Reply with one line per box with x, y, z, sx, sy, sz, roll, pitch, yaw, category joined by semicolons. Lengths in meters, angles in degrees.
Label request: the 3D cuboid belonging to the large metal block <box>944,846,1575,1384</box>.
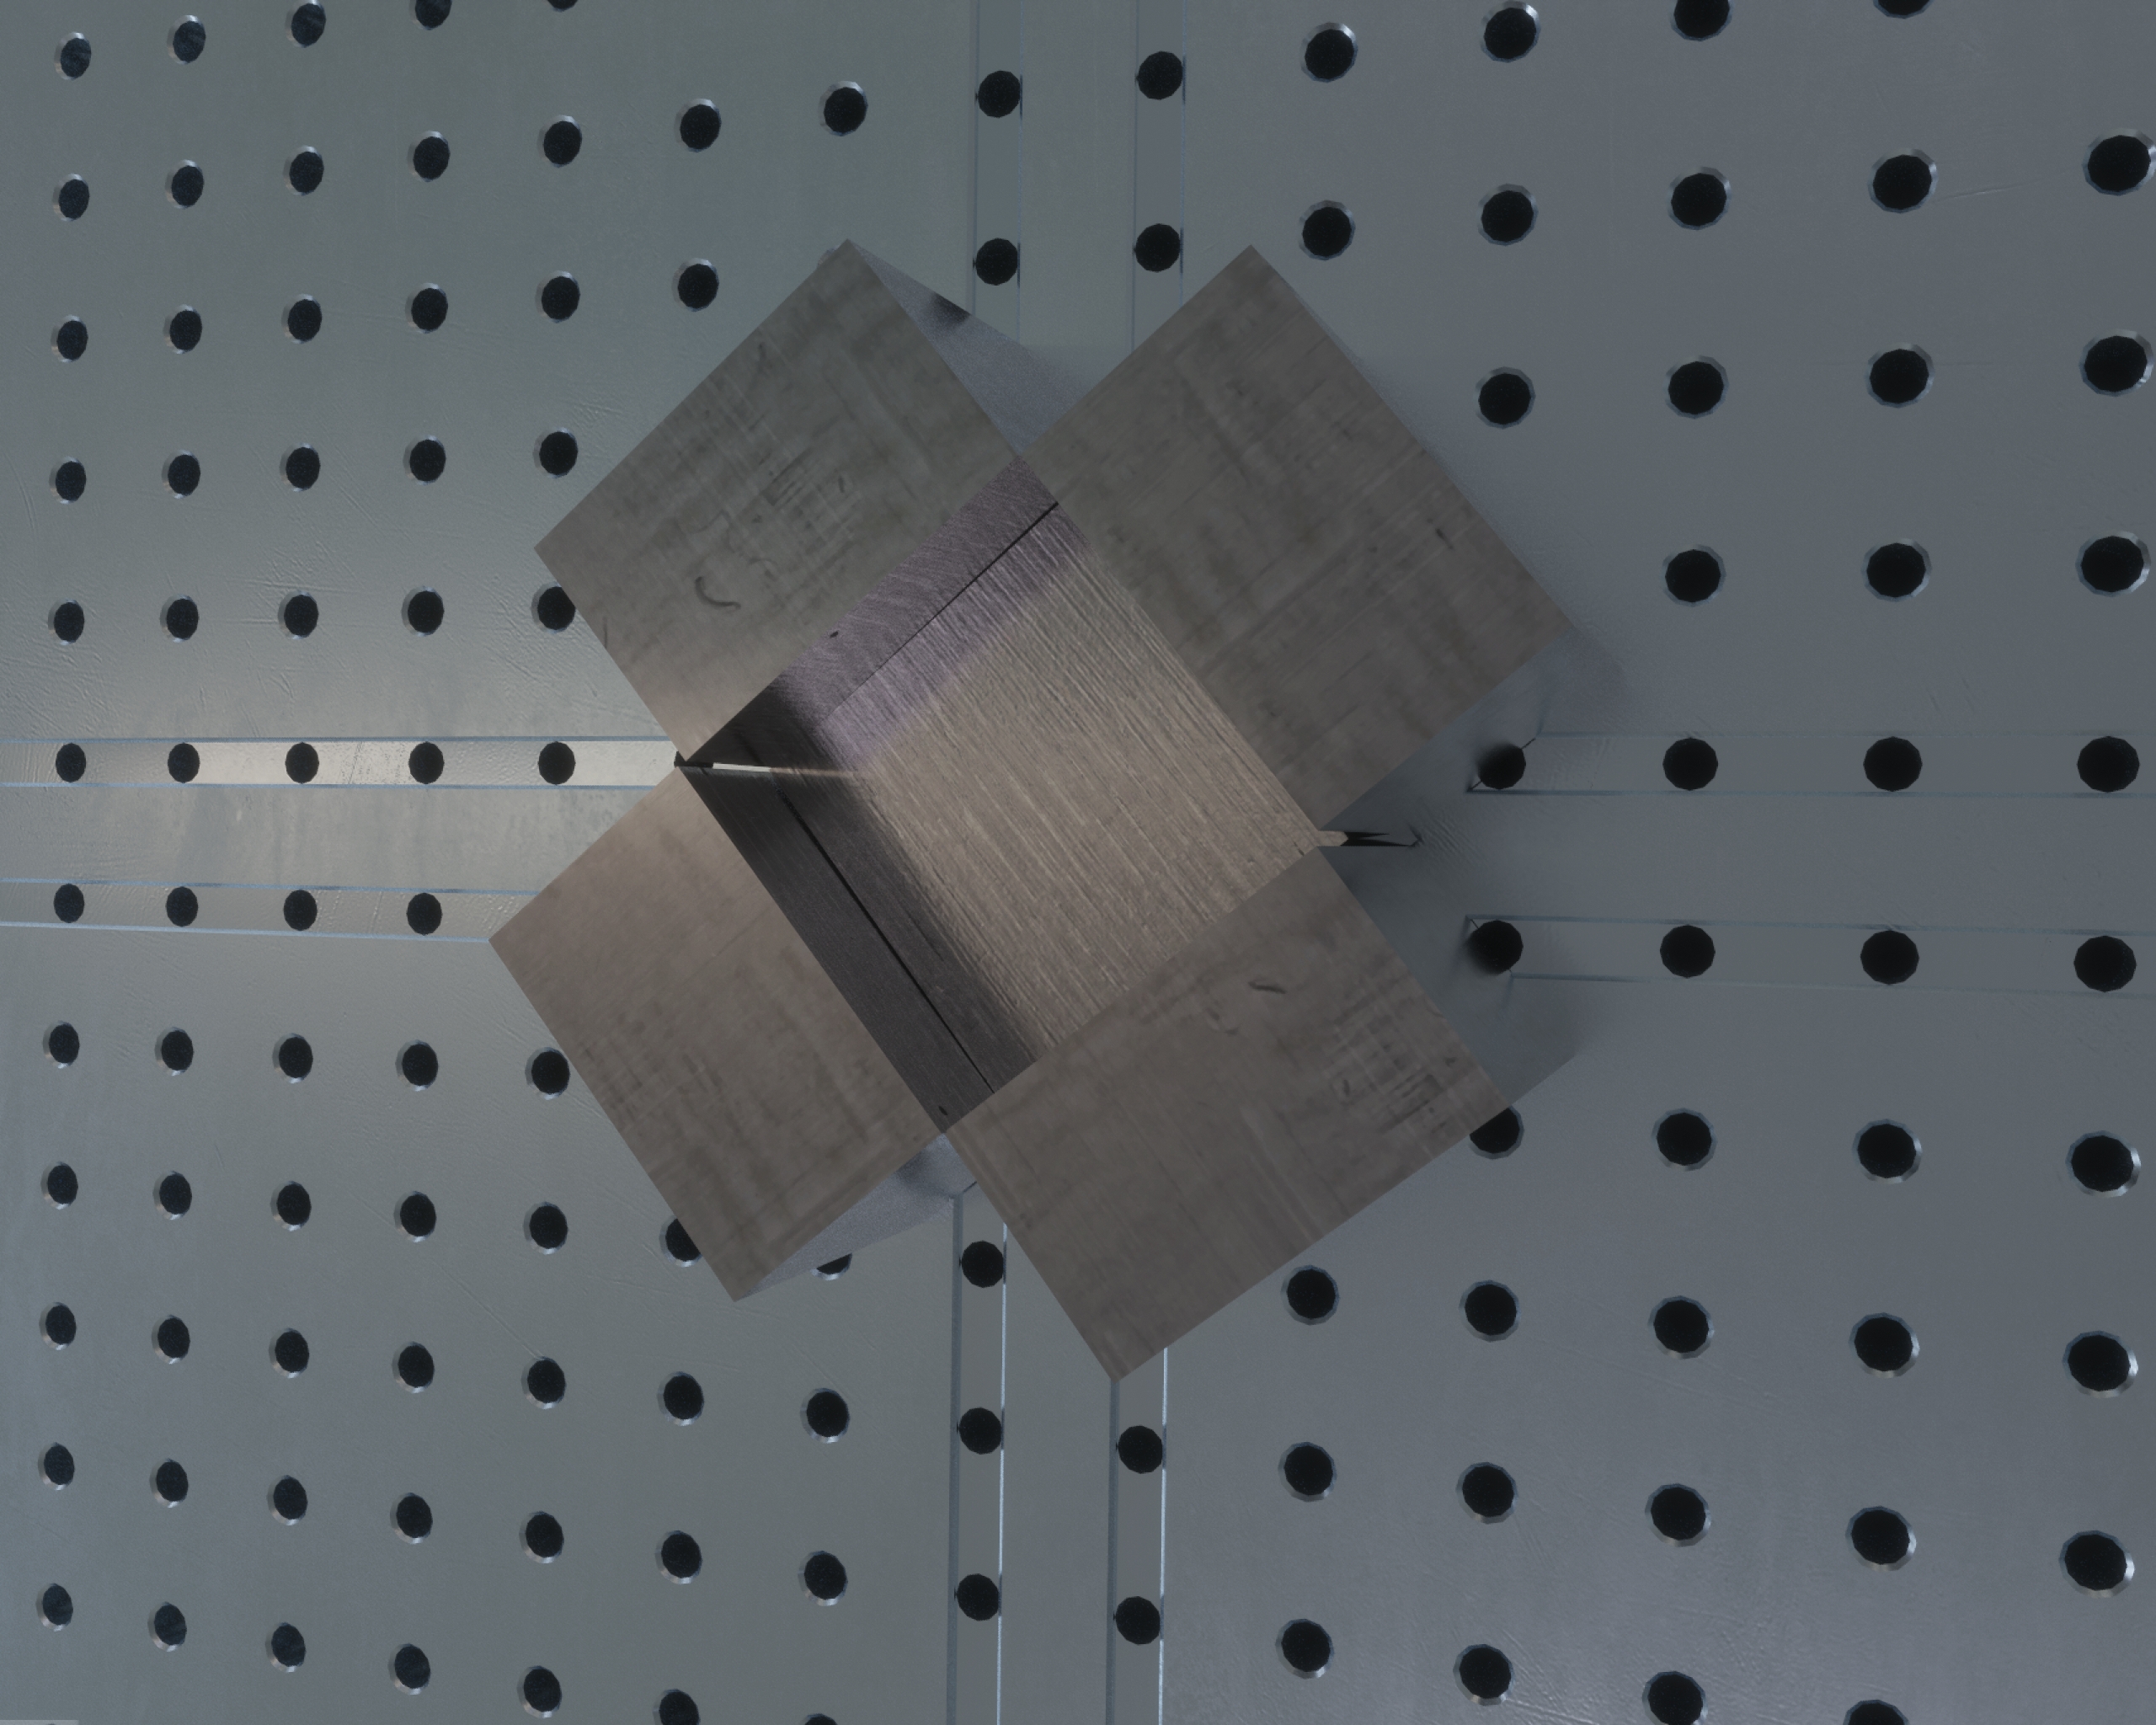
0.036;0.041;0.372;0.080;0.080;0.050;-39;78;16;large metal block

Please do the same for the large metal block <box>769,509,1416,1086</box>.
0.003;-0.011;0.397;0.080;0.050;0.080;-40;76;17;large metal block

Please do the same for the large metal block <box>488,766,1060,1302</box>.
-0.051;0.029;0.402;0.050;0.080;0.080;-40;78;16;large metal block

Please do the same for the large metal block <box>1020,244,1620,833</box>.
0.046;-0.052;0.368;0.050;0.080;0.080;-40;78;15;large metal block

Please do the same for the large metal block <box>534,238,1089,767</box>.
-0.040;-0.062;0.398;0.080;0.080;0.050;-40;77;16;large metal block
